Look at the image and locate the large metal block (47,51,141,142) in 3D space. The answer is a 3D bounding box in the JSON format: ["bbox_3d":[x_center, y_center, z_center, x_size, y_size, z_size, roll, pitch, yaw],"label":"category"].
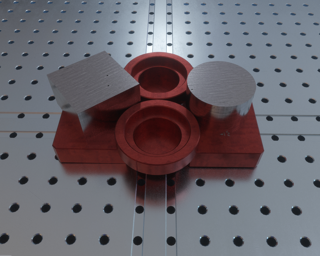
[{"bbox_3d":[-0.080,-0.042,0.387,0.081,0.050,0.080,-30,56,-23],"label":"large metal block"}]

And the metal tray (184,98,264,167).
[{"bbox_3d":[0.078,-0.011,0.411,0.091,0.030,0.130,1,50,0],"label":"metal tray"}]

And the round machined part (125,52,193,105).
[{"bbox_3d":[-0.001,-0.061,0.435,0.099,0.042,0.098,0,50,0],"label":"round machined part"}]

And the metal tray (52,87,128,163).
[{"bbox_3d":[-0.082,-0.015,0.416,0.091,0.030,0.130,1,50,-1],"label":"metal tray"}]

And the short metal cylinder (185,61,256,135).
[{"bbox_3d":[0.072,-0.038,0.384,0.081,0.050,0.080,0,50,0],"label":"short metal cylinder"}]

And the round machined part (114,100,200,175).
[{"bbox_3d":[-0.003,0.015,0.372,0.099,0.042,0.098,0,50,0],"label":"round machined part"}]
